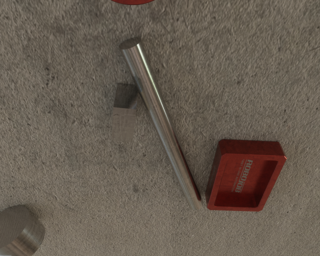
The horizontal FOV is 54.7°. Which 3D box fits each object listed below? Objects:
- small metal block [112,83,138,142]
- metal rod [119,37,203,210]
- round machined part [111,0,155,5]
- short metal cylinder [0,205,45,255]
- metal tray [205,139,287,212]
[{"bbox_3d":[-0.042,-0.019,0.374,0.025,0.050,0.050,6,130,-5],"label":"small metal block"},{"bbox_3d":[0.014,0.018,0.422,0.025,0.025,0.299,-14,129,11],"label":"metal rod"},{"bbox_3d":[-0.026,-0.154,0.265,0.099,0.042,0.097,-1,130,0],"label":"round machined part"},{"bbox_3d":[-0.243,0.178,0.519,0.080,0.080,0.050,-14,129,11],"label":"short metal cylinder"},{"bbox_3d":[0.124,0.076,0.470,0.091,0.030,0.129,3,130,-3],"label":"metal tray"}]
